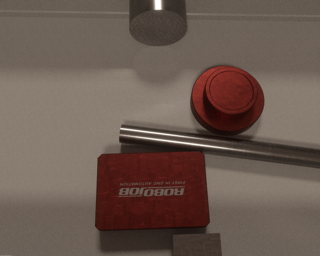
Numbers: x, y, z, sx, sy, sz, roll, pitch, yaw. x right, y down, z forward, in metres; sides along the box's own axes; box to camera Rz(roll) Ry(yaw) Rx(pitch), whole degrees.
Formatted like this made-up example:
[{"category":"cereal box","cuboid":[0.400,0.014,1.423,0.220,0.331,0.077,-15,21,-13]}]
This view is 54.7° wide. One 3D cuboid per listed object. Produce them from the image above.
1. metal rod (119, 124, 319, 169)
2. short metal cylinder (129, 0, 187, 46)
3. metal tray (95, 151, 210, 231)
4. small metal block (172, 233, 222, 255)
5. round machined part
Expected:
[{"category":"metal rod","cuboid":[0.099,0.026,0.401,0.302,0.025,0.025,7,70,2]},{"category":"short metal cylinder","cuboid":[-0.003,-0.160,0.439,0.081,0.080,0.050,-1,70,-1]},{"category":"metal tray","cuboid":[-0.010,0.077,0.379,0.131,0.030,0.090,-2,70,-1]},{"category":"small metal block","cuboid":[0.039,0.133,0.348,0.050,0.050,0.025,-2,70,-1]},{"category":"round machined part","cuboid":[0.092,-0.042,0.417,0.099,0.042,0.098,0,70,-1]}]
